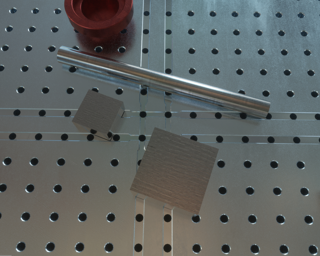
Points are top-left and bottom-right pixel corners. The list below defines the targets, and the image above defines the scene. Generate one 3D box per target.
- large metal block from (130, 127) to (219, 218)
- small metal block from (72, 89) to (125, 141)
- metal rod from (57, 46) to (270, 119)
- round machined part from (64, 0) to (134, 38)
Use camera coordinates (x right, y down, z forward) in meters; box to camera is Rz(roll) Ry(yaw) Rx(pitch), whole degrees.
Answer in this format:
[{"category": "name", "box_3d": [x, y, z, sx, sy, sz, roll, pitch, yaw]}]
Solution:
[{"category": "large metal block", "box_3d": [0.018, 0.055, 0.379, 0.080, 0.050, 0.080, 19, 71, 6]}, {"category": "small metal block", "box_3d": [-0.082, -0.018, 0.417, 0.050, 0.025, 0.050, 21, 71, 7]}, {"category": "metal rod", "box_3d": [0.001, -0.066, 0.435, 0.301, 0.025, 0.025, 16, 71, 5]}, {"category": "round machined part", "box_3d": [-0.089, -0.176, 0.466, 0.099, 0.042, 0.098, 0, 70, -1]}]
